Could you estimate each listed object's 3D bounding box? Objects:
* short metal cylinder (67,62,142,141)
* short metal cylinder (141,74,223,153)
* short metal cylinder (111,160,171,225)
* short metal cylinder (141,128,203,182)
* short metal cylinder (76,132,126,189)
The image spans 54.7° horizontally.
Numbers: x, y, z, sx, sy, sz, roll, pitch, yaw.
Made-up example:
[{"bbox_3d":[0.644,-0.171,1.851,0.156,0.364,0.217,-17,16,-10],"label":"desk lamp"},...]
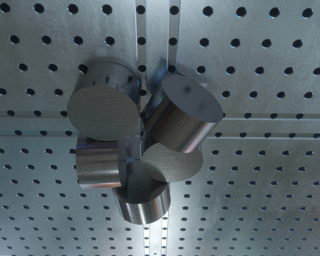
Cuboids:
[{"bbox_3d":[-0.064,-0.031,0.368,0.080,0.050,0.079,0,131,1],"label":"short metal cylinder"},{"bbox_3d":[0.025,-0.018,0.361,0.080,0.080,0.050,22,126,-18],"label":"short metal cylinder"},{"bbox_3d":[-0.026,0.093,0.453,0.080,0.080,0.050,-5,130,4],"label":"short metal cylinder"},{"bbox_3d":[0.016,0.029,0.420,0.081,0.050,0.079,-1,131,0],"label":"short metal cylinder"},{"bbox_3d":[-0.075,0.039,0.409,0.050,0.080,0.079,-2,130,1],"label":"short metal cylinder"}]
